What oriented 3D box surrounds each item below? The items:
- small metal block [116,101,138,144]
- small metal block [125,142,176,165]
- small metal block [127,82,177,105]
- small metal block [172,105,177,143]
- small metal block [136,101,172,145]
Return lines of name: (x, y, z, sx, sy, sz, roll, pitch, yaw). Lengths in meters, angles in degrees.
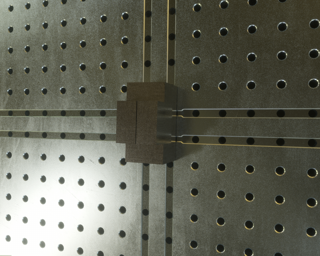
small metal block: (-0.031, -0.007, 0.384, 0.025, 0.050, 0.050, 2, 91, 20)
small metal block: (-0.011, 0.031, 0.403, 0.050, 0.050, 0.025, 2, 91, 20)
small metal block: (-0.009, -0.044, 0.402, 0.050, 0.050, 0.025, 2, 91, 20)
small metal block: (-0.006, -0.007, 0.415, 0.050, 0.025, 0.050, 2, 91, 21)
small metal block: (-0.006, -0.006, 0.375, 0.025, 0.050, 0.050, 2, 91, 21)
